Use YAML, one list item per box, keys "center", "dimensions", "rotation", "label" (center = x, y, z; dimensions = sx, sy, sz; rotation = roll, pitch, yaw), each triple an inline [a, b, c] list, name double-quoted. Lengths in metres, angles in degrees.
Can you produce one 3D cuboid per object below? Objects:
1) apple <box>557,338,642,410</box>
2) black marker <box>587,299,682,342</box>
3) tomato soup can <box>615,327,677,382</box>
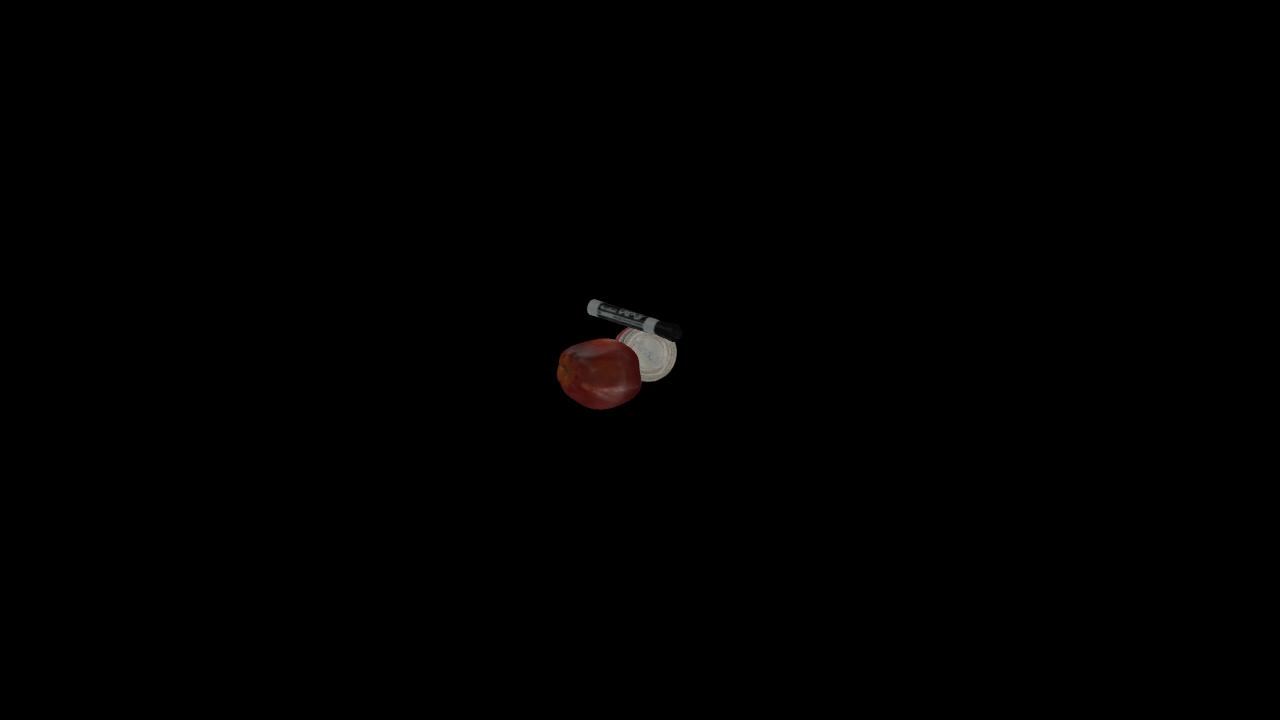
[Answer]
- center: [-0.043, 0.015, 0.665]
  dimensions: [0.093, 0.079, 0.079]
  rotation: [2, -1, -39]
  label: "apple"
- center: [-0.006, -0.043, 0.671]
  dimensions: [0.121, 0.020, 0.020]
  rotation: [19, 11, 32]
  label: "black marker"
- center: [0.004, -0.010, 0.739]
  dimensions: [0.068, 0.068, 0.101]
  rotation: [0, 2, -7]
  label: "tomato soup can"
